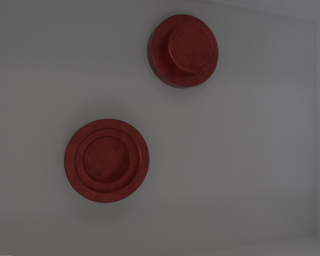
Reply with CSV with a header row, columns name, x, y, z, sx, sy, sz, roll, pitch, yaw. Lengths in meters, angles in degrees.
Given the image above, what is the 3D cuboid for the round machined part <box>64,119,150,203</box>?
name,x,y,z,sx,sy,sz,roll,pitch,yaw
round machined part,-0.066,0.038,0.377,0.099,0.042,0.097,0,90,-20

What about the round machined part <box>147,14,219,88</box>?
name,x,y,z,sx,sy,sz,roll,pitch,yaw
round machined part,0.036,-0.104,0.414,0.099,0.042,0.097,0,90,-20
